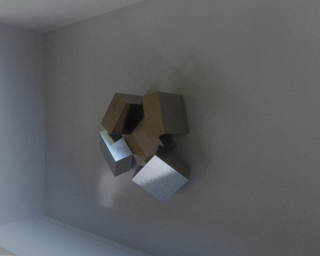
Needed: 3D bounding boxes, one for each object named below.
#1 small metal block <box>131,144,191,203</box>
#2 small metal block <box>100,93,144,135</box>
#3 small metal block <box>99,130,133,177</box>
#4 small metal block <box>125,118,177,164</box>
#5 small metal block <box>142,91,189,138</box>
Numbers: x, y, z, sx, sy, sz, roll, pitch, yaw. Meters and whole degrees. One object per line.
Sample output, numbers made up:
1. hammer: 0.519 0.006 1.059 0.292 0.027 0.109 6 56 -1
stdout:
1. small metal block: 0.002 0.057 0.384 0.050 0.025 0.050 38 119 -8
2. small metal block: -0.045 -0.019 0.423 0.025 0.050 0.050 44 116 31
3. small metal block: -0.063 0.034 0.439 0.050 0.025 0.050 56 155 24
4. small metal block: -0.014 0.021 0.413 0.050 0.025 0.050 -49 61 28
5. small metal block: 0.007 -0.015 0.380 0.025 0.050 0.050 -14 81 38
